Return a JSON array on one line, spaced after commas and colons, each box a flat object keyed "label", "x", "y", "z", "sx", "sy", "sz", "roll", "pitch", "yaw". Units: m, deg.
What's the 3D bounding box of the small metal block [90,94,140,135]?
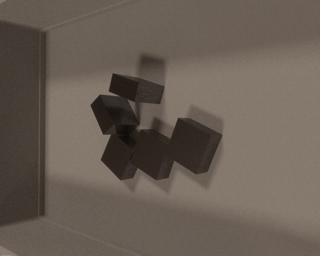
[{"label": "small metal block", "x": -0.063, "y": -0.018, "z": 0.441, "sx": 0.025, "sy": 0.050, "sz": 0.050, "roll": -41, "pitch": 66, "yaw": 32}]

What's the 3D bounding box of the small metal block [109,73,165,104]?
[{"label": "small metal block", "x": -0.031, "y": -0.052, "z": 0.414, "sx": 0.050, "sy": 0.050, "sz": 0.025, "roll": 24, "pitch": 105, "yaw": 37}]

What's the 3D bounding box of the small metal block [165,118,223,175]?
[{"label": "small metal block", "x": 0.040, "y": 0.021, "z": 0.373, "sx": 0.050, "sy": 0.025, "sz": 0.050, "roll": 30, "pitch": 108, "yaw": 35}]

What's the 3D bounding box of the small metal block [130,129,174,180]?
[{"label": "small metal block", "x": -0.007, "y": 0.034, "z": 0.411, "sx": 0.050, "sy": 0.025, "sz": 0.050, "roll": 28, "pitch": 107, "yaw": 36}]

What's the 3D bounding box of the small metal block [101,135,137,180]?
[{"label": "small metal block", "x": -0.054, "y": 0.039, "z": 0.449, "sx": 0.050, "sy": 0.025, "sz": 0.050, "roll": 38, "pitch": 113, "yaw": 33}]
